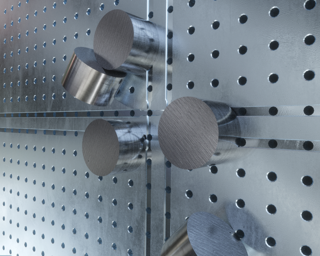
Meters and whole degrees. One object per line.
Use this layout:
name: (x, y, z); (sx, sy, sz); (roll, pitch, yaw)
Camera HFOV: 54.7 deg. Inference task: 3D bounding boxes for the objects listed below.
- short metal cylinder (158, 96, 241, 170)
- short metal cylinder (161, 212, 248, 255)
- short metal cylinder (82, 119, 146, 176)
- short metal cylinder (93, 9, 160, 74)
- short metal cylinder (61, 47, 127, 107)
short metal cylinder: (0.044, 0.005, 0.356); (0.080, 0.050, 0.079); (0, 90, 40)
short metal cylinder: (0.048, 0.139, 0.334); (0.080, 0.081, 0.050); (51, 120, 27)
short metal cylinder: (-0.068, 0.027, 0.449); (0.080, 0.050, 0.079); (0, 90, 40)
short metal cylinder: (-0.047, -0.118, 0.432); (0.080, 0.050, 0.079); (0, 90, 40)
short metal cylinder: (-0.096, -0.075, 0.453); (0.080, 0.081, 0.050); (47, 118, 30)
